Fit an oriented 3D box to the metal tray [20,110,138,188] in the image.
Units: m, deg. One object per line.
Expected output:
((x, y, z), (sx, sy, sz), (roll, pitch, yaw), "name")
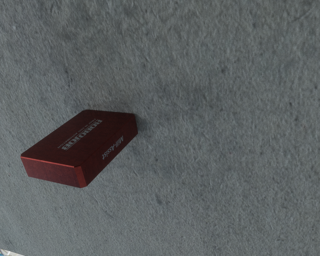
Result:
((-0.098, 0.020, 0.404), (0.090, 0.131, 0.030), (6, 121, 25), "metal tray")
